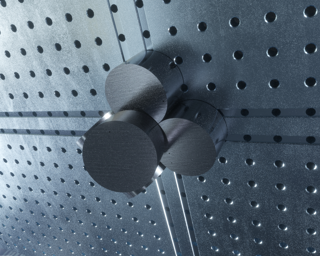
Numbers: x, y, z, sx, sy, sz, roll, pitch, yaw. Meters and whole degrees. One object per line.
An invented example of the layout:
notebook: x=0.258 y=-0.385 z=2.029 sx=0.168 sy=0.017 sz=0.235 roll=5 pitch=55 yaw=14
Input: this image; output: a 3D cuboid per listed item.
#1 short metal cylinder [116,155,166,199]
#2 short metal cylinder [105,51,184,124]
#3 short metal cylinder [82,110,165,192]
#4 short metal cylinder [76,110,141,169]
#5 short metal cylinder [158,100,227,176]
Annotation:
short metal cylinder: x=-0.032 y=0.049 z=0.421 sx=0.050 sy=0.080 sz=0.080 roll=47 pitch=129 yaw=-5
short metal cylinder: x=-0.018 y=-0.047 z=0.373 sx=0.080 sy=0.050 sz=0.079 roll=13 pitch=124 yaw=20
short metal cylinder: x=-0.038 y=0.024 z=0.345 sx=0.080 sy=0.050 sz=0.079 roll=2 pitch=106 yaw=9
short metal cylinder: x=-0.065 y=0.012 z=0.415 sx=0.050 sy=0.080 sz=0.080 roll=47 pitch=129 yaw=-5
short metal cylinder: x=0.037 y=0.012 z=0.381 sx=0.080 sy=0.050 sz=0.079 roll=13 pitch=124 yaw=20
